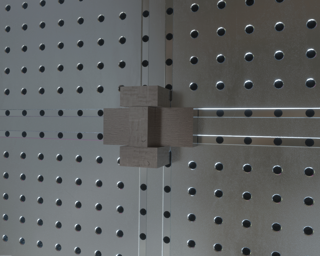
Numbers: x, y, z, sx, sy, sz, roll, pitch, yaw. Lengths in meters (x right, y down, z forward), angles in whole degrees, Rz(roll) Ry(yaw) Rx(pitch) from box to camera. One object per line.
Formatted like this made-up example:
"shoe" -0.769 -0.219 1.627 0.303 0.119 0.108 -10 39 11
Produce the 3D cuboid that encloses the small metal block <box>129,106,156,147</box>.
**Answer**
"small metal block" -0.018 -0.002 0.404 0.025 0.050 0.050 1 90 20

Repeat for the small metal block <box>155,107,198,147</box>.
"small metal block" 0.022 -0.001 0.404 0.050 0.025 0.050 1 90 19

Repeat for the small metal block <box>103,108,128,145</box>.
"small metal block" -0.050 -0.002 0.429 0.050 0.025 0.050 1 90 19

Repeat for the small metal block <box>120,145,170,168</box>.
"small metal block" -0.019 0.036 0.405 0.050 0.050 0.025 1 91 19

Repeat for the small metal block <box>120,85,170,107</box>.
"small metal block" -0.018 -0.039 0.404 0.050 0.050 0.025 1 91 19
